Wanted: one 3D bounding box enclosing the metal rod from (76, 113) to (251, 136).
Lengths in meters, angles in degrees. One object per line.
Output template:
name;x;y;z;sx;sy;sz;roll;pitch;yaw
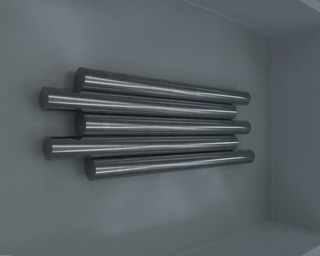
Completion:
metal rod;0.030;-0.002;0.432;0.302;0.025;0.025;1;90;-40

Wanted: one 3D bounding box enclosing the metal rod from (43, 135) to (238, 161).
metal rod;0.002;0.022;0.409;0.302;0.025;0.025;1;90;-40

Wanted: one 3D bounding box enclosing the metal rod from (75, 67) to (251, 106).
metal rod;0.029;-0.052;0.431;0.302;0.025;0.025;1;90;-40

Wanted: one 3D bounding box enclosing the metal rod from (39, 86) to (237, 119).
metal rod;0.000;-0.027;0.406;0.302;0.025;0.025;1;90;-40

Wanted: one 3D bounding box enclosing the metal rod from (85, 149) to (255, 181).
metal rod;0.039;0.048;0.440;0.302;0.025;0.025;1;90;-40
